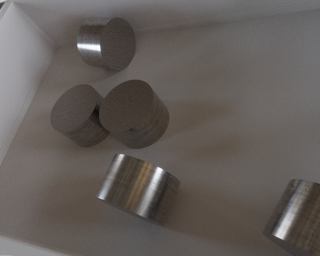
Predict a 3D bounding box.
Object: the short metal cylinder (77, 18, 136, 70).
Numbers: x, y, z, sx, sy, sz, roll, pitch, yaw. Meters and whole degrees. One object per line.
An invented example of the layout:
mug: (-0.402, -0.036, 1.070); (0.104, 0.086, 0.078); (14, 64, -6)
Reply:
short metal cylinder: (-0.084, -0.136, 0.498); (0.050, 0.080, 0.080); (14, 69, 34)

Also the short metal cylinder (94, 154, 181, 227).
short metal cylinder: (-0.024, 0.069, 0.341); (0.080, 0.080, 0.050); (11, 68, 33)

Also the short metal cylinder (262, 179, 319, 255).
short metal cylinder: (0.132, 0.084, 0.249); (0.080, 0.080, 0.050); (25, 75, 36)

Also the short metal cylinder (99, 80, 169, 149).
short metal cylinder: (-0.034, -0.018, 0.419); (0.080, 0.050, 0.080); (-13, 56, 21)

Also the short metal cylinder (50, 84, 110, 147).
short metal cylinder: (-0.113, -0.018, 0.460); (0.080, 0.050, 0.080); (-13, 56, 21)
